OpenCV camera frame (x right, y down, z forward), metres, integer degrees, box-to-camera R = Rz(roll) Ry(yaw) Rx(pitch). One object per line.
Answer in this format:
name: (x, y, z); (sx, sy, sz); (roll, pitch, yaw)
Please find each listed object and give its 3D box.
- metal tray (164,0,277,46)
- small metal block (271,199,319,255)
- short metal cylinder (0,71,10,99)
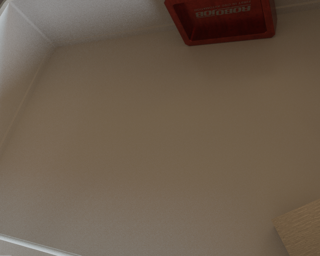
metal tray: (0.083, -0.157, 0.416); (0.130, 0.090, 0.030); (2, 63, 28)
small metal block: (0.136, 0.097, 0.275); (0.050, 0.025, 0.050); (-27, 52, 10)
short metal cylinder: (-0.358, -0.090, 0.632); (0.080, 0.050, 0.080); (-13, 56, 20)
